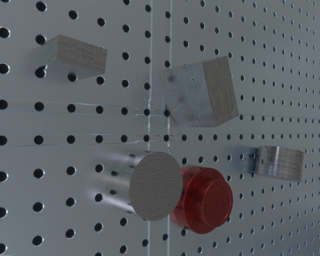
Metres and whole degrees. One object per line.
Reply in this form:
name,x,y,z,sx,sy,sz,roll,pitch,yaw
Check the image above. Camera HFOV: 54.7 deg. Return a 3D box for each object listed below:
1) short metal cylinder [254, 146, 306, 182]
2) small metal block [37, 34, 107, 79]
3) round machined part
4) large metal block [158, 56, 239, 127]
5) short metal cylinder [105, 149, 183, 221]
short metal cylinder,0.213,0.065,0.552,0.080,0.080,0.050,18,79,-39
small metal block,-0.090,-0.071,0.317,0.050,0.050,0.025,9,84,-40
round machined part,0.070,0.108,0.457,0.099,0.042,0.097,0,90,-40
large metal block,0.051,-0.047,0.416,0.050,0.080,0.080,-24,105,-38
short metal cylinder,-0.018,0.067,0.378,0.081,0.050,0.079,0,90,-40
